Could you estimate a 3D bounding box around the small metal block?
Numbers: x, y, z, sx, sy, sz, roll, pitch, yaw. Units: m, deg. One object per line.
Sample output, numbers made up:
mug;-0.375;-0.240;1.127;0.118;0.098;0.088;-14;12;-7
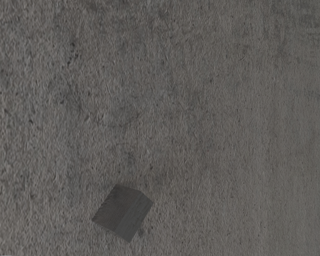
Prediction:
small metal block;-0.043;0.095;0.352;0.025;0.050;0.050;49;61;-29
